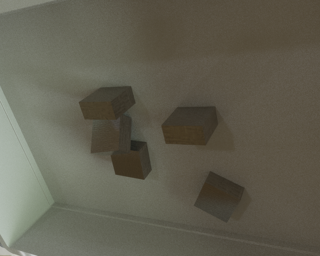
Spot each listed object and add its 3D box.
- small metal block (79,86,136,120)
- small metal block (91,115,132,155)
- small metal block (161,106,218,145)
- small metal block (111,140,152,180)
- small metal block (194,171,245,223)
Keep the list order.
[{"bbox_3d":[-0.068,-0.033,0.408,0.050,0.050,0.025,1,119,27],"label":"small metal block"},{"bbox_3d":[-0.068,0.011,0.434,0.050,0.025,0.050,-8,73,32],"label":"small metal block"},{"bbox_3d":[0.037,-0.004,0.371,0.050,0.050,0.025,1,119,28],"label":"small metal block"},{"bbox_3d":[-0.044,0.046,0.460,0.050,0.025,0.050,6,121,25],"label":"small metal block"},{"bbox_3d":[0.080,0.095,0.425,0.050,0.025,0.050,25,128,12],"label":"small metal block"}]
